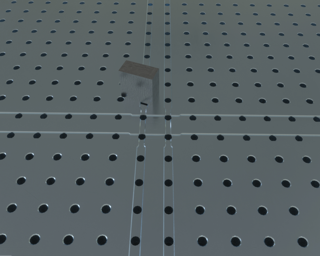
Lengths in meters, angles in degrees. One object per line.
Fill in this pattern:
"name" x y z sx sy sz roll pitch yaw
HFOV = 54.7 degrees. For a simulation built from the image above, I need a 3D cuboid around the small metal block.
"small metal block" -0.029 -0.065 0.445 0.050 0.050 0.025 17 52 13
